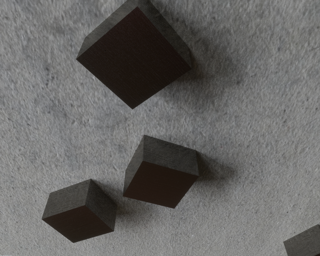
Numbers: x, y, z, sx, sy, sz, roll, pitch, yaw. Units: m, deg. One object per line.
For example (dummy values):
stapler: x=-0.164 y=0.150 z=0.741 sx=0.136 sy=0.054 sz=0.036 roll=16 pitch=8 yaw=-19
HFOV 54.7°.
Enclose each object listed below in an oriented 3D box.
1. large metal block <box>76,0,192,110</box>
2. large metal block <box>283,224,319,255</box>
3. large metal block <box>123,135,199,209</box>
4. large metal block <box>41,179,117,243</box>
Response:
large metal block: x=-0.025 y=-0.079 z=0.323 sx=0.080 sy=0.050 sz=0.080 roll=-32 pitch=124 yaw=24
large metal block: x=0.305 y=0.239 z=0.600 sx=0.080 sy=0.050 sz=0.080 roll=30 pitch=124 yaw=-24
large metal block: x=0.000 y=0.065 z=0.446 sx=0.081 sy=0.050 sz=0.079 roll=17 pitch=128 yaw=-15
large metal block: x=-0.128 y=0.137 z=0.506 sx=0.080 sy=0.050 sz=0.080 roll=-21 pitch=127 yaw=16
